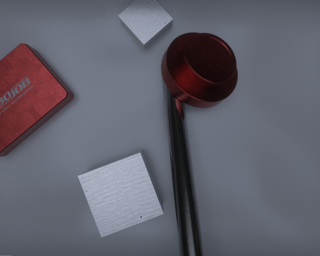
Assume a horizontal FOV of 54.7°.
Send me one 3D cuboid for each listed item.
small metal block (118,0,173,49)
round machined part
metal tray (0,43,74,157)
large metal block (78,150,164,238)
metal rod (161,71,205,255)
[{"bbox_3d":[-0.019,-0.143,0.411,0.050,0.025,0.050,-42,91,0],"label":"small metal block"},{"bbox_3d":[0.054,-0.078,0.384,0.099,0.042,0.098,7,69,-18],"label":"round machined part"},{"bbox_3d":[-0.193,-0.035,0.406,0.130,0.030,0.090,-40,91,-1],"label":"metal tray"},{"bbox_3d":[-0.047,0.081,0.398,0.080,0.050,0.080,-21,90,-1],"label":"large metal block"},{"bbox_3d":[0.026,0.059,0.350,0.025,0.025,0.299,-5,65,0],"label":"metal rod"}]
